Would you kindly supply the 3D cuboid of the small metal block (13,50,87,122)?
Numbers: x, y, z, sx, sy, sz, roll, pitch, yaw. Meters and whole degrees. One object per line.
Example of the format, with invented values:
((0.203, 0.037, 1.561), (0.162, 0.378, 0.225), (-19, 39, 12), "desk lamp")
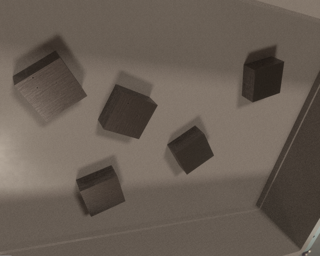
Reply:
((-0.113, -0.043, 0.321), (0.050, 0.025, 0.050), (-34, 129, -6), "small metal block")

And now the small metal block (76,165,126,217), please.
((-0.079, 0.085, 0.419), (0.050, 0.025, 0.050), (-22, 127, -16), "small metal block")

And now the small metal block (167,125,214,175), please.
((0.046, 0.033, 0.456), (0.050, 0.025, 0.050), (-34, 129, -6), "small metal block")

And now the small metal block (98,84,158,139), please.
((-0.039, -0.019, 0.377), (0.050, 0.025, 0.050), (18, 109, -36), "small metal block")

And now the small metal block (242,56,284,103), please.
((0.148, -0.071, 0.448), (0.050, 0.025, 0.050), (-19, 126, -18), "small metal block")
